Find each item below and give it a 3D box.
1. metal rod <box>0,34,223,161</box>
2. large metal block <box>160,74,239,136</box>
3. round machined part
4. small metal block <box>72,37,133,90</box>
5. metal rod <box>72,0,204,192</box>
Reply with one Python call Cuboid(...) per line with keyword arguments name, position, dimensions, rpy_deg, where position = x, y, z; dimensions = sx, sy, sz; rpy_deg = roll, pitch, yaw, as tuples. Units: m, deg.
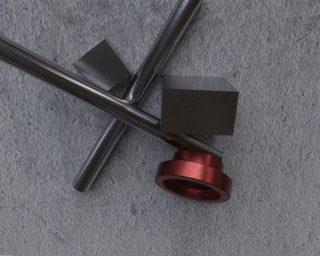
Cuboid(name="metal rod", position=(-0.046, -0.021, 0.371), dimensions=(0.301, 0.025, 0.025), rpy_deg=(27, 108, -22))
Cuboid(name="large metal block", position=(0.042, -0.030, 0.370), dimensions=(0.081, 0.080, 0.050), rpy_deg=(2, 110, -2))
Cuboid(name="round machined part", position=(0.046, 0.062, 0.406), dimensions=(0.099, 0.098, 0.042), rpy_deg=(20, 64, -8))
Cuboid(name="small metal block", position=(-0.070, -0.075, 0.381), dimensions=(0.050, 0.025, 0.050), rpy_deg=(-34, 107, 11))
Cuboid(name="metal rod", position=(-0.035, -0.037, 0.395), dimensions=(0.025, 0.025, 0.298), rpy_deg=(30, 107, -11))
